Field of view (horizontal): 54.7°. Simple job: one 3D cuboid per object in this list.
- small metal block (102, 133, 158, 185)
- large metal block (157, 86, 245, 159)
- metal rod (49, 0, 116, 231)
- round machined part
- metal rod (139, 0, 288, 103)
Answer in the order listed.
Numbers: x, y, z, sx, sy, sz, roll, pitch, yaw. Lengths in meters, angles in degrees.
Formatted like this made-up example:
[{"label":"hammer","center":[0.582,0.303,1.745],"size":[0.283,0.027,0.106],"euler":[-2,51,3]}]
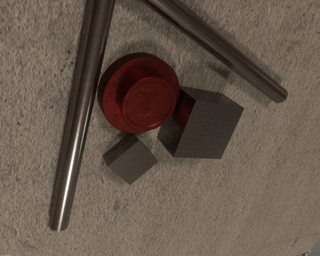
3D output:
[{"label":"small metal block","center":[-0.039,0.041,0.412],"size":[0.050,0.025,0.050],"euler":[-41,130,-1]},{"label":"large metal block","center":[0.053,-0.006,0.418],"size":[0.081,0.050,0.079],"euler":[6,116,-31]},{"label":"metal rod","center":[-0.094,-0.002,0.354],"size":[0.025,0.025,0.298],"euler":[3,117,-30]},{"label":"round machined part","center":[-0.020,-0.035,0.364],"size":[0.099,0.042,0.097],"euler":[-14,125,-21]},{"label":"metal rod","center":[0.077,-0.099,0.389],"size":[0.302,0.025,0.025],"euler":[24,105,-37]}]
